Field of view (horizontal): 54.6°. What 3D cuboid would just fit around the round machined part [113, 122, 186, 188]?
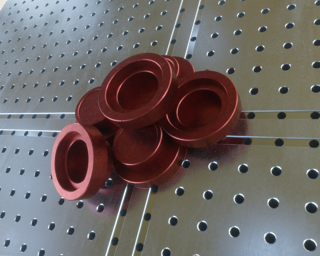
[{"bbox_3d":[-0.020,0.023,0.394,0.098,0.042,0.098,-13,56,21],"label":"round machined part"}]

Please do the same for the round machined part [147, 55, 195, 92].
[{"bbox_3d":[0.002,-0.063,0.436,0.098,0.042,0.098,-13,56,21],"label":"round machined part"}]

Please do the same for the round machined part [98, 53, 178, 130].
[{"bbox_3d":[-0.023,-0.041,0.380,0.098,0.042,0.098,-13,56,21],"label":"round machined part"}]

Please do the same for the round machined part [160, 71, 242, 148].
[{"bbox_3d":[0.051,-0.019,0.382,0.098,0.042,0.098,-13,56,21],"label":"round machined part"}]

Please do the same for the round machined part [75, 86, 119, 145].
[{"bbox_3d":[-0.085,-0.023,0.457,0.098,0.042,0.098,-13,56,21],"label":"round machined part"}]

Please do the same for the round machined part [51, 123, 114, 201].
[{"bbox_3d":[-0.099,0.044,0.407,0.098,0.042,0.098,-6,80,41],"label":"round machined part"}]
